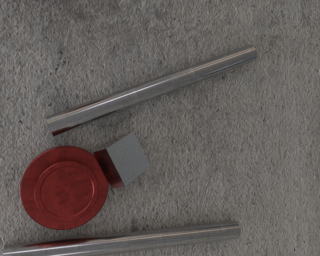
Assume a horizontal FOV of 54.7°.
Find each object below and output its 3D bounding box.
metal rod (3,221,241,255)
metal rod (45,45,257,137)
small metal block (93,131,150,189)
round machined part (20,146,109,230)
[{"bbox_3d":[-0.032,0.145,0.397,0.302,0.025,0.025,1,90,-20],"label":"metal rod"},{"bbox_3d":[0.003,-0.056,0.410,0.302,0.025,0.025,-23,98,-19],"label":"metal rod"},{"bbox_3d":[-0.046,0.039,0.381,0.050,0.025,0.050,-35,104,-48],"label":"small metal block"},{"bbox_3d":[-0.109,0.070,0.360,0.099,0.042,0.097,0,90,-20],"label":"round machined part"}]
